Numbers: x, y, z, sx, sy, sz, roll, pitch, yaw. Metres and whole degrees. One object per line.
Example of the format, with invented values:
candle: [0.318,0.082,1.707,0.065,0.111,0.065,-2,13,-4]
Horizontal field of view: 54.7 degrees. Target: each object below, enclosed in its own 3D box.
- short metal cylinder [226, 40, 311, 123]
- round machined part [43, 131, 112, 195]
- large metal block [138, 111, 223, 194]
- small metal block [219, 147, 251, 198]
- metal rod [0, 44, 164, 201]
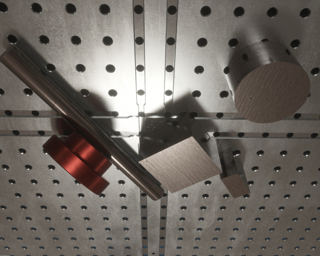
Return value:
short metal cylinder: [0.121,-0.052,0.353,0.081,0.050,0.079,0,130,0]
round machined part: [-0.102,0.041,0.410,0.042,0.098,0.098,-48,124,-12]
large metal block: [0.028,0.036,0.426,0.080,0.050,0.080,-27,125,21]
small metal block: [0.106,0.066,0.453,0.025,0.050,0.050,-24,126,19]
metal rod: [-0.086,0.012,0.420,0.025,0.025,0.300,-27,126,20]
